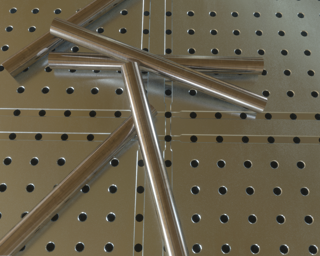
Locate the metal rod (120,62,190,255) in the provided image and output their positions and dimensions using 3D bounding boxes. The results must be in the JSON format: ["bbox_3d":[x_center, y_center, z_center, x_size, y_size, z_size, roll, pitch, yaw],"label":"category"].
[{"bbox_3d":[-0.002,0.060,0.372,0.025,0.025,0.299,-14,77,-5],"label":"metal rod"}]

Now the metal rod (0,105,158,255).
[{"bbox_3d":[-0.115,0.076,0.382,0.025,0.025,0.301,41,75,13],"label":"metal rod"}]

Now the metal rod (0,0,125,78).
[{"bbox_3d":[-0.106,-0.176,0.474,0.301,0.025,0.025,-41,75,-14],"label":"metal rod"}]

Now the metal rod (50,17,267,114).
[{"bbox_3d":[0.000,-0.084,0.420,0.302,0.025,0.025,20,71,-2],"label":"metal rod"}]

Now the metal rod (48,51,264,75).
[{"bbox_3d":[-0.005,-0.093,0.445,0.302,0.025,0.025,2,70,0],"label":"metal rod"}]
